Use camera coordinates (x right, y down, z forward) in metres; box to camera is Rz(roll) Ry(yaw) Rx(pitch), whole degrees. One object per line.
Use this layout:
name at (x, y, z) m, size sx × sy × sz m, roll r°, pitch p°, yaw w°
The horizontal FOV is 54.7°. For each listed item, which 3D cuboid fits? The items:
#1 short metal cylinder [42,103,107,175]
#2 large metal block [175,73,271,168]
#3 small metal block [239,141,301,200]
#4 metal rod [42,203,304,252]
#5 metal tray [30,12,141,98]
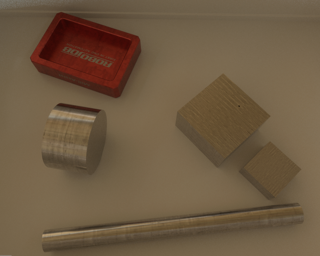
short metal cylinder at (-0.100, 0.013, 0.374) m, size 0.050 × 0.080 × 0.080 m, roll 10°, pitch 70°, yaw 3°
large metal block at (0.078, -0.009, 0.401) m, size 0.080 × 0.050 × 0.080 m, roll -40°, pitch 75°, yaw -14°
small metal block at (0.138, 0.054, 0.392) m, size 0.050 × 0.025 × 0.050 m, roll -41°, pitch 76°, yaw -14°
metal rod at (0.017, 0.117, 0.367) m, size 0.302 × 0.025 × 0.025 m, roll -5°, pitch 70°, yaw -3°
metal tray at (-0.103, -0.106, 0.444) m, size 0.131 × 0.030 × 0.090 m, roll 19°, pitch 71°, yaw 6°
